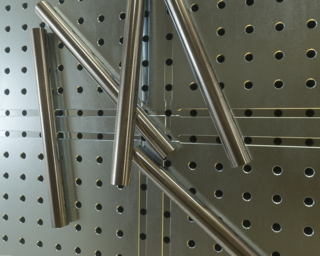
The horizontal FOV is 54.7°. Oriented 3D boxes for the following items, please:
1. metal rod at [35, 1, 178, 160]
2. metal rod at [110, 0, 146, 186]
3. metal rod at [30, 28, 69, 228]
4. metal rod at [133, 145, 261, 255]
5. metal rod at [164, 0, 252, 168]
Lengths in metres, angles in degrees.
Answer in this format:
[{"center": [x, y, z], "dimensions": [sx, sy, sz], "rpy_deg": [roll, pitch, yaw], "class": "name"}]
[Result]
[{"center": [-0.083, -0.075, 0.440], "dimensions": [0.025, 0.025, 0.300], "rpy_deg": [-45, 77, 14], "class": "metal rod"}, {"center": [-0.039, -0.077, 0.405], "dimensions": [0.025, 0.025, 0.298], "rpy_deg": [2, 83, 19], "class": "metal rod"}, {"center": [-0.168, -0.002, 0.470], "dimensions": [0.025, 0.025, 0.298], "rpy_deg": [-8, 87, 19], "class": "metal rod"}, {"center": [0.073, 0.128, 0.386], "dimensions": [0.300, 0.025, 0.025], "rpy_deg": [41, 103, 15], "class": "metal rod"}, {"center": [0.046, -0.094, 0.395], "dimensions": [0.025, 0.025, 0.299], "rpy_deg": [-23, 83, 18], "class": "metal rod"}]
